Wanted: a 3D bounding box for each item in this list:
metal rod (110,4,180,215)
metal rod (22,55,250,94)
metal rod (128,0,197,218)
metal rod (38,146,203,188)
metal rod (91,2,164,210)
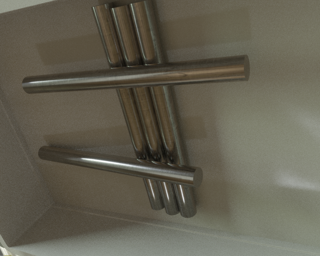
[{"bbox_3d":[-0.011,-0.006,0.410,0.025,0.025,0.298,1,119,28],"label":"metal rod"},{"bbox_3d":[-0.050,-0.059,0.365,0.300,0.025,0.025,1,119,28],"label":"metal rod"},{"bbox_3d":[0.010,-0.006,0.397,0.025,0.025,0.298,1,119,28],"label":"metal rod"},{"bbox_3d":[-0.078,0.051,0.457,0.300,0.025,0.025,4,121,34],"label":"metal rod"},{"bbox_3d":[-0.034,-0.011,0.419,0.025,0.025,0.298,0,119,28],"label":"metal rod"}]
